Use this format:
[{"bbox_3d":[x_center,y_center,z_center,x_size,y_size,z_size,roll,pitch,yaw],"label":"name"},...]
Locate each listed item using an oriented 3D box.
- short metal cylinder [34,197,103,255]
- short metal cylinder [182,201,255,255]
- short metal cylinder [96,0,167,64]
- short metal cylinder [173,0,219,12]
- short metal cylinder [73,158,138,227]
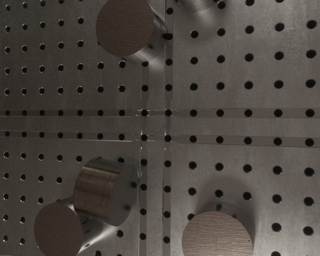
[{"bbox_3d":[-0.130,0.141,0.444,0.080,0.050,0.079,0,90,19],"label":"short metal cylinder"},{"bbox_3d":[0.072,0.134,0.374,0.080,0.050,0.079,0,90,19],"label":"short metal cylinder"},{"bbox_3d":[-0.037,-0.129,0.411,0.080,0.050,0.079,0,90,19],"label":"short metal cylinder"},{"bbox_3d":[0.042,-0.193,0.384,0.080,0.050,0.079,0,90,19],"label":"short metal cylinder"},{"bbox_3d":[-0.069,0.083,0.406,0.050,0.080,0.079,9,93,19],"label":"short metal cylinder"}]
